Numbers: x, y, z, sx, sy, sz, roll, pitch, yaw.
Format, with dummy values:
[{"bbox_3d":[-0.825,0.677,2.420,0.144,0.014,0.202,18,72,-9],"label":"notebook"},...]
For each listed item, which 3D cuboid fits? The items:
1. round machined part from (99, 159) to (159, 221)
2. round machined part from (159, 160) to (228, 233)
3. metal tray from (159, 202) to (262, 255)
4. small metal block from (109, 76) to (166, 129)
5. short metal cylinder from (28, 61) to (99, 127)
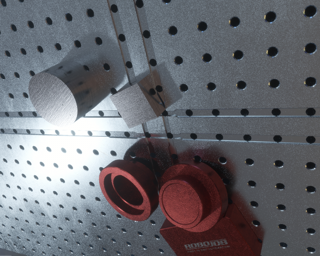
[{"bbox_3d":[-0.041,0.089,0.469,0.098,0.042,0.097,19,128,28],"label":"round machined part"},{"bbox_3d":[0.038,0.096,0.419,0.098,0.042,0.097,8,105,34],"label":"round machined part"},{"bbox_3d":[0.074,0.169,0.472,0.130,0.030,0.090,-25,105,36],"label":"metal tray"},{"bbox_3d":[-0.029,-0.033,0.405,0.050,0.025,0.050,-20,108,35],"label":"small metal block"},{"bbox_3d":[-0.134,-0.048,0.434,0.080,0.050,0.079,13,124,20],"label":"short metal cylinder"}]
